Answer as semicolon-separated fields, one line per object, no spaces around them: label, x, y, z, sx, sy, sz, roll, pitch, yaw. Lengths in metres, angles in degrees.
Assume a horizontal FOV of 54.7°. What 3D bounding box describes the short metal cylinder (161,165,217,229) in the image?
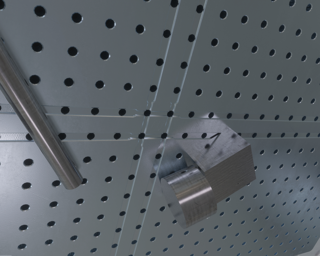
short metal cylinder;0.041;0.102;0.461;0.050;0.080;0.080;-22;127;-15

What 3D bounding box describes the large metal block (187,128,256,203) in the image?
large metal block;0.098;0.060;0.486;0.080;0.050;0.080;-29;128;-10

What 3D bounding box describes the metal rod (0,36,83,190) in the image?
metal rod;-0.146;-0.045;0.303;0.025;0.025;0.299;-27;128;-12
